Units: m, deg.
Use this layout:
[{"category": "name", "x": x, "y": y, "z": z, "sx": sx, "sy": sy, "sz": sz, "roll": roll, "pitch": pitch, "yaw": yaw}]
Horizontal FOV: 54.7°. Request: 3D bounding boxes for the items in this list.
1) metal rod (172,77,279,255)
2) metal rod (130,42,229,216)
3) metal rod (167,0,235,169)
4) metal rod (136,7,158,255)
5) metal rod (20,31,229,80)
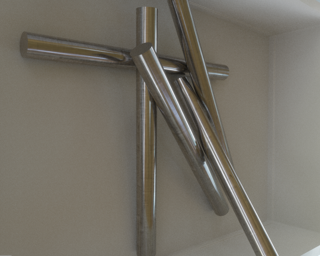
[{"category": "metal rod", "x": 0.089, "y": 0.067, "z": 0.401, "sx": 0.025, "sy": 0.025, "sz": 0.299, "roll": -15, "pitch": 74, "yaw": -39}, {"category": "metal rod", "x": 0.039, "y": 0.025, "z": 0.404, "sx": 0.025, "sy": 0.025, "sz": 0.299, "roll": -52, "pitch": 132, "yaw": -27}, {"category": "metal rod", "x": 0.062, "y": -0.051, "z": 0.434, "sx": 0.025, "sy": 0.025, "sz": 0.299, "roll": -41, "pitch": 123, "yaw": -33}, {"category": "metal rod", "x": -0.016, "y": 0.012, "z": 0.374, "sx": 0.025, "sy": 0.025, "sz": 0.298, "roll": -6, "pitch": 100, "yaw": -40}, {"category": "metal rod", "x": -0.015, "y": -0.084, "z": 0.395, "sx": 0.302, "sy": 0.025, "sz": 0.025, "roll": -2, "pitch": 92, "yaw": -40}]
